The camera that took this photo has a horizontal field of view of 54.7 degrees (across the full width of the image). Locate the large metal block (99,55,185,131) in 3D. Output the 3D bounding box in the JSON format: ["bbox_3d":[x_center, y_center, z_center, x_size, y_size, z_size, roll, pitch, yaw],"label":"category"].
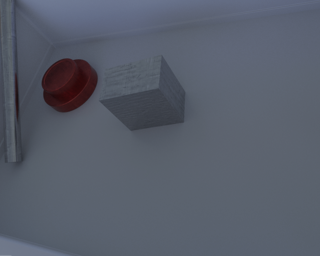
[{"bbox_3d":[-0.020,-0.042,0.405,0.080,0.080,0.050,-9,58,23],"label":"large metal block"}]

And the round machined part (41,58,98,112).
[{"bbox_3d":[-0.159,-0.079,0.524,0.098,0.042,0.098,-13,56,20],"label":"round machined part"}]

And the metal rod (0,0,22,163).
[{"bbox_3d":[-0.248,-0.093,0.511,0.025,0.025,0.298,-8,83,24],"label":"metal rod"}]

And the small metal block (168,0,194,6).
[{"bbox_3d":[0.043,-0.243,0.533,0.050,0.025,0.050,31,79,37],"label":"small metal block"}]
